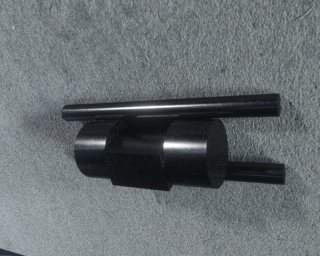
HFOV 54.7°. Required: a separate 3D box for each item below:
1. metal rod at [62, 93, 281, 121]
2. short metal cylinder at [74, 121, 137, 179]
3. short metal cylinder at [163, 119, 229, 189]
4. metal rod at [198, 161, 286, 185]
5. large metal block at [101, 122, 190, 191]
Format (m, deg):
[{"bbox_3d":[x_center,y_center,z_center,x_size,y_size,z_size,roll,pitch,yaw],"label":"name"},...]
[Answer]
[{"bbox_3d":[-0.007,-0.023,0.398,0.300,0.025,0.025,0,118,28],"label":"metal rod"},{"bbox_3d":[-0.071,0.030,0.428,0.050,0.080,0.080,-1,118,29],"label":"short metal cylinder"},{"bbox_3d":[0.045,0.030,0.367,0.050,0.080,0.080,-1,118,29],"label":"short metal cylinder"},{"bbox_3d":[0.014,0.055,0.435,0.300,0.025,0.025,0,118,28],"label":"metal rod"},{"bbox_3d":[-0.014,0.032,0.397,0.080,0.080,0.050,0,119,28],"label":"large metal block"}]
